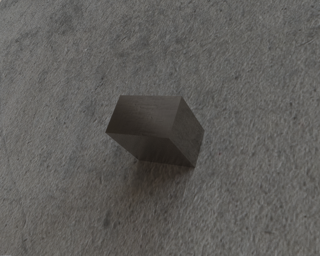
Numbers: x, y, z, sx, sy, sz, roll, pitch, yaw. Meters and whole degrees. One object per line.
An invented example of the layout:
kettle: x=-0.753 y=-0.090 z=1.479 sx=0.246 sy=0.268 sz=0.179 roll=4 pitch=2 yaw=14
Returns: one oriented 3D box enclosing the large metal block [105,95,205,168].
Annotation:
large metal block: x=-0.002 y=0.004 z=0.366 sx=0.080 sy=0.080 sz=0.050 roll=4 pitch=64 yaw=29
